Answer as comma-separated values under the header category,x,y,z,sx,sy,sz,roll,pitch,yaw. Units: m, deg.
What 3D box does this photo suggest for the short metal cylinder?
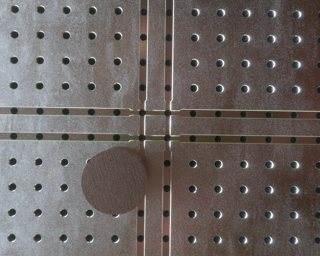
category,x,y,z,sx,sy,sz,roll,pitch,yaw
short metal cylinder,-0.055,0.065,0.400,0.081,0.050,0.079,0,90,-1
